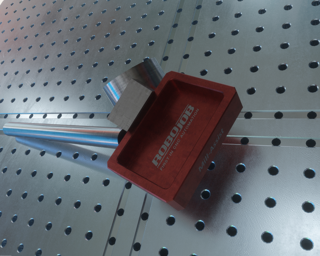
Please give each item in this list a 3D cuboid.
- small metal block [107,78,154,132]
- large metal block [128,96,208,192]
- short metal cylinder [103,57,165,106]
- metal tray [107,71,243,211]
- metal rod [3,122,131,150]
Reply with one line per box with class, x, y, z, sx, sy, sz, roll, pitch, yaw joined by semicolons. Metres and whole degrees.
small metal block;-0.031;-0.027;0.346;0.025;0.050;0.050;33;98;-1
large metal block;0.003;0.019;0.376;0.080;0.050;0.080;-31;52;8
short metal cylinder;-0.027;-0.050;0.409;0.080;0.080;0.050;-30;95;8
metal tray;0.015;0.007;0.323;0.090;0.030;0.130;22;73;36
metal rod;-0.150;0.007;0.442;0.300;0.025;0.025;3;63;41
